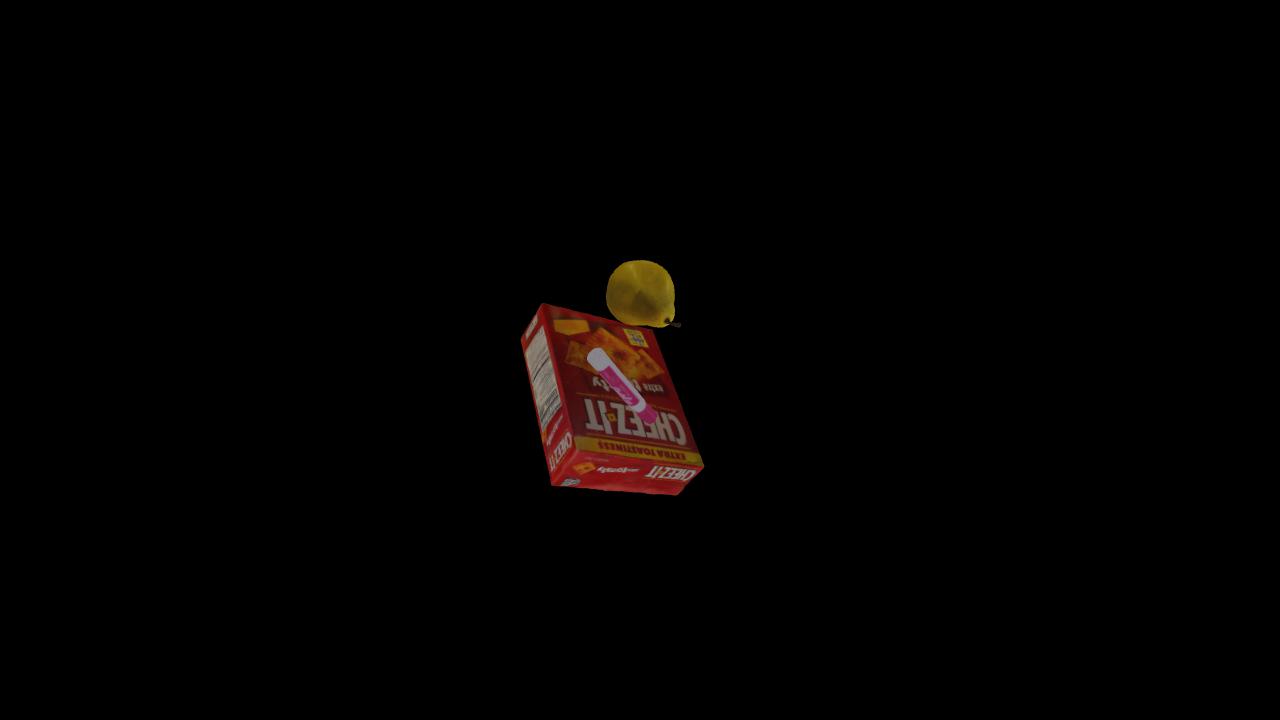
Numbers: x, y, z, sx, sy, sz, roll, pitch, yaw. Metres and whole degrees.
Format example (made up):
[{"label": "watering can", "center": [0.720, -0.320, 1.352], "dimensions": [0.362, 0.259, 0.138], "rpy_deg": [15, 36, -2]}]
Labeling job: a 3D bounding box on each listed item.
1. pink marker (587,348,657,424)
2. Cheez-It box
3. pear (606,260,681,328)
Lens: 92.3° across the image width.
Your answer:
[{"label": "pink marker", "center": [-0.015, 0.031, 0.642], "dimensions": [0.020, 0.020, 0.121], "rpy_deg": [0, -37, 37]}, {"label": "Cheez-It box", "center": [-0.038, 0.044, 0.716], "dimensions": [0.166, 0.223, 0.071], "rpy_deg": [12, -49, -32]}, {"label": "pear", "center": [0.007, -0.061, 0.681], "dimensions": [0.080, 0.080, 0.111], "rpy_deg": [0, 37, -21]}]
